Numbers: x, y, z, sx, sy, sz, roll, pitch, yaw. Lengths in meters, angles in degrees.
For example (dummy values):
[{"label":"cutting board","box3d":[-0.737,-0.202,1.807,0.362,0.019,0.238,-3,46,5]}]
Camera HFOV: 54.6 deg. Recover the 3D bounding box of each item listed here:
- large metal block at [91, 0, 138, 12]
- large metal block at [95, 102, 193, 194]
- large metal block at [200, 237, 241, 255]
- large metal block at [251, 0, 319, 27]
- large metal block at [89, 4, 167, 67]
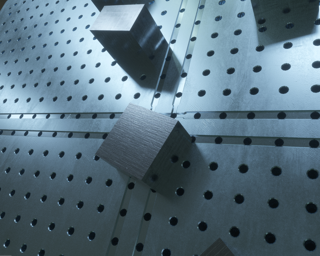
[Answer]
[{"label":"large metal block","box3d":[-0.083,-0.273,0.605,0.080,0.050,0.080,15,69,34]},{"label":"large metal block","box3d":[-0.019,0.024,0.389,0.080,0.050,0.080,22,74,36]},{"label":"large metal block","box3d":[0.055,0.158,0.267,0.080,0.050,0.080,-42,51,-1]},{"label":"large metal block","box3d":[0.166,-0.197,0.426,0.080,0.050,0.080,-10,57,23]},{"label":"large metal block","box3d":[-0.048,-0.144,0.488,0.080,0.080,0.050,13,68,33]}]
